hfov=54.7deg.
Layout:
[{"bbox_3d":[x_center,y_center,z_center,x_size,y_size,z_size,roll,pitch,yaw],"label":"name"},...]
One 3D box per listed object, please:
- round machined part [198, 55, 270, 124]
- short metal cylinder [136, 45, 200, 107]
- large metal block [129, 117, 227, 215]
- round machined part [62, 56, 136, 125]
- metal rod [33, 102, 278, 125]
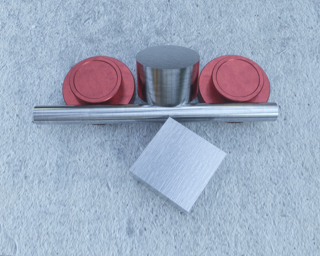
[{"bbox_3d":[0.102,-0.059,0.423,0.099,0.042,0.098,0,70,0],"label":"round machined part"},{"bbox_3d":[0.010,-0.069,0.402,0.080,0.050,0.080,0,35,0],"label":"short metal cylinder"},{"bbox_3d":[0.021,0.047,0.377,0.080,0.050,0.080,34,73,11],"label":"large metal block"},{"bbox_3d":[-0.083,-0.056,0.420,0.099,0.042,0.098,0,70,0],"label":"round machined part"},{"bbox_3d":[-0.005,-0.019,0.394,0.302,0.025,0.025,-1,70,-1],"label":"metal rod"}]
